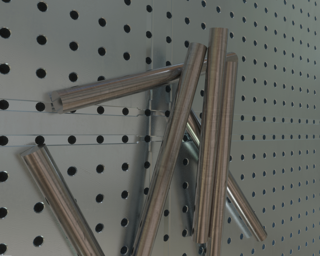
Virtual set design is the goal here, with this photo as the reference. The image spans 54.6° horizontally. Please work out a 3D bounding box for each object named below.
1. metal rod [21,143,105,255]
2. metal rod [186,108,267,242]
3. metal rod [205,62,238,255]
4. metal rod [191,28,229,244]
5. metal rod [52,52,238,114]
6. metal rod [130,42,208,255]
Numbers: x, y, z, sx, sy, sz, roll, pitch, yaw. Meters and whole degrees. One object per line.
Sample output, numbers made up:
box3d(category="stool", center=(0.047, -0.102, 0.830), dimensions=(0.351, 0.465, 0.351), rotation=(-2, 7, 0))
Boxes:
box3d(category="metal rod", center=(-0.071, 0.154, 0.348), dimensions=(0.025, 0.025, 0.299), rotation=(-34, 111, -35))
box3d(category="metal rod", center=(0.105, 0.082, 0.495), dimensions=(0.025, 0.025, 0.300), rotation=(-49, 119, -29))
box3d(category="metal rod", center=(0.088, 0.056, 0.451), dimensions=(0.025, 0.025, 0.298), rotation=(-6, 103, -40))
box3d(category="metal rod", center=(0.068, 0.018, 0.429), dimensions=(0.025, 0.025, 0.298), rotation=(-6, 104, -40))
box3d(category="metal rod", center=(0.006, -0.069, 0.412), dimensions=(0.302, 0.025, 0.025), rotation=(-21, 103, -38))
box3d(category="metal rod", center=(0.011, 0.035, 0.398), dimensions=(0.025, 0.025, 0.299), rotation=(20, 83, -38))
